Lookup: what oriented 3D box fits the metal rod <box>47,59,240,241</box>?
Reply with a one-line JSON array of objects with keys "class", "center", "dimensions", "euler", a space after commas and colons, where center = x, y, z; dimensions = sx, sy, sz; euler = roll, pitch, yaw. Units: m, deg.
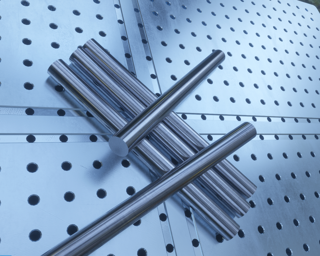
[{"class": "metal rod", "center": [-0.021, 0.026, 0.382], "dimensions": [0.300, 0.025, 0.025], "euler": [43, 51, 1]}]

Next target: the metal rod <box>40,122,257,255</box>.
[{"class": "metal rod", "center": [0.005, 0.067, 0.345], "dimensions": [0.302, 0.025, 0.025], "euler": [-29, 78, -29]}]

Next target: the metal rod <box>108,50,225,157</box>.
[{"class": "metal rod", "center": [0.030, -0.053, 0.432], "dimensions": [0.025, 0.025, 0.302], "euler": [44, 43, 1]}]

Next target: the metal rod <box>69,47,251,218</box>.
[{"class": "metal rod", "center": [-0.001, 0.005, 0.405], "dimensions": [0.300, 0.025, 0.025], "euler": [43, 51, 1]}]

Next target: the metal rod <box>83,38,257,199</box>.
[{"class": "metal rod", "center": [0.012, -0.012, 0.424], "dimensions": [0.300, 0.025, 0.025], "euler": [42, 51, 0]}]
